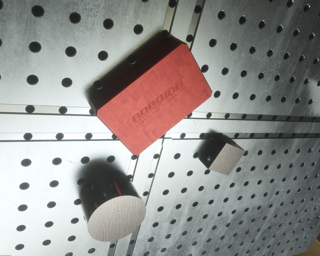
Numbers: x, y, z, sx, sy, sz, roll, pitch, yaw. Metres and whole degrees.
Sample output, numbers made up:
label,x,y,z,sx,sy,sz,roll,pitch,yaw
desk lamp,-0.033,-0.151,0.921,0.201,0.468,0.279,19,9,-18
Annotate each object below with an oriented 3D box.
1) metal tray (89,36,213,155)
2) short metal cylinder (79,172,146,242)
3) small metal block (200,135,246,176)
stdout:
label,x,y,z,sx,sy,sz,roll,pitch,yaw
metal tray,-0.008,-0.037,0.382,0.130,0.030,0.090,-39,130,-2
short metal cylinder,-0.066,0.109,0.428,0.081,0.050,0.079,-14,125,-21
small metal block,0.101,0.045,0.496,0.050,0.025,0.050,22,106,-37
